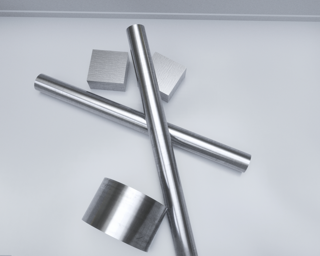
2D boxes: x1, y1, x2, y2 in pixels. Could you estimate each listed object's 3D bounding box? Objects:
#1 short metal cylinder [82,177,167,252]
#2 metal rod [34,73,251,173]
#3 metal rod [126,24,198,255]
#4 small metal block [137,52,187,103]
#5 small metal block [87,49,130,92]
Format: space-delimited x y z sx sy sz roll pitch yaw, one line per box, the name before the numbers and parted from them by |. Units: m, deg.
short metal cylinder | -0.038 0.096 0.345 0.080 0.080 0.050 24 72 8
metal rod | -0.028 -0.009 0.412 0.301 0.025 0.025 21 71 7
metal rod | 0.000 0.013 0.380 0.025 0.025 0.299 -12 80 -5
small metal block | 0.003 -0.071 0.436 0.050 0.025 0.050 29 72 10
small metal block | -0.072 -0.081 0.438 0.050 0.025 0.050 5 70 1
